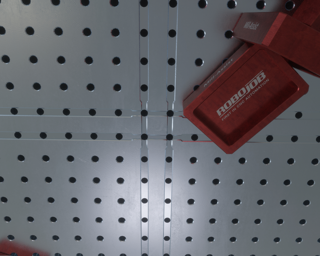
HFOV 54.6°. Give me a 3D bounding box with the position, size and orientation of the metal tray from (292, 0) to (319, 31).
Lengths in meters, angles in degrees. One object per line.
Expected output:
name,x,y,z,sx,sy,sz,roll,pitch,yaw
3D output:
metal tray,0.215,-0.146,0.338,0.090,0.030,0.129,23,111,-37

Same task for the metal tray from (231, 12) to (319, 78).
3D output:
metal tray,0.134,-0.087,0.326,0.090,0.130,0.030,24,108,-9

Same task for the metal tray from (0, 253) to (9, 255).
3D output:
metal tray,-0.254,0.272,0.508,0.090,0.030,0.129,23,108,-9

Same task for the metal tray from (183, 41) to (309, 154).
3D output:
metal tray,0.104,-0.039,0.390,0.090,0.030,0.130,41,109,-15
